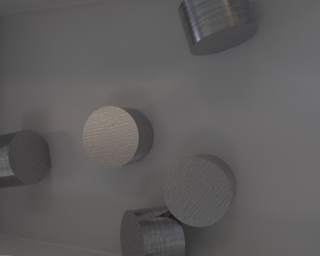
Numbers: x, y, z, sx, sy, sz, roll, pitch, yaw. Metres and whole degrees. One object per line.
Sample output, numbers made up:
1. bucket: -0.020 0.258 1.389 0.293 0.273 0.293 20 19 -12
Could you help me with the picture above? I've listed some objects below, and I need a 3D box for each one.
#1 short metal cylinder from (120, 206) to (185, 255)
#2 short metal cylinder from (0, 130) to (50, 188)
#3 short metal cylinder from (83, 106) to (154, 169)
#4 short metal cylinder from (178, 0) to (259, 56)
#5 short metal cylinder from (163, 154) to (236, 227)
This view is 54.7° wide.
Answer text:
1. short metal cylinder: -0.011 0.138 0.379 0.080 0.050 0.080 -2 88 63
2. short metal cylinder: -0.209 0.046 0.455 0.050 0.080 0.080 -10 87 20
3. short metal cylinder: -0.055 0.012 0.417 0.080 0.050 0.080 0 90 20
4. short metal cylinder: 0.066 -0.124 0.358 0.080 0.080 0.050 -17 84 19
5. short metal cylinder: 0.050 0.074 0.379 0.080 0.050 0.080 0 90 20
